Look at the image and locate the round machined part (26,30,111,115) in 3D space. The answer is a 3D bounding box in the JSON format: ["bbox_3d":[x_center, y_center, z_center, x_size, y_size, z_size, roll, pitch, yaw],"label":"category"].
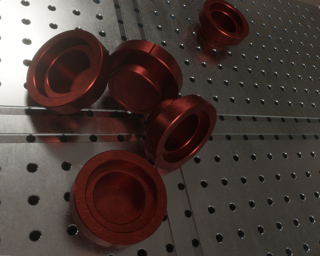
[{"bbox_3d":[-0.100,-0.061,0.359,0.042,0.098,0.098,46,27,-62],"label":"round machined part"}]

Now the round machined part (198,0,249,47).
[{"bbox_3d":[0.113,-0.190,0.577,0.099,0.042,0.098,14,56,-21],"label":"round machined part"}]

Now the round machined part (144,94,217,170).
[{"bbox_3d":[0.020,0.001,0.380,0.099,0.097,0.042,-20,48,-36],"label":"round machined part"}]

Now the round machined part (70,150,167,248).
[{"bbox_3d":[-0.045,0.076,0.328,0.099,0.042,0.098,14,56,-21],"label":"round machined part"}]

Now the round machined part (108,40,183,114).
[{"bbox_3d":[-0.025,-0.055,0.383,0.098,0.097,0.042,32,51,-8],"label":"round machined part"}]
